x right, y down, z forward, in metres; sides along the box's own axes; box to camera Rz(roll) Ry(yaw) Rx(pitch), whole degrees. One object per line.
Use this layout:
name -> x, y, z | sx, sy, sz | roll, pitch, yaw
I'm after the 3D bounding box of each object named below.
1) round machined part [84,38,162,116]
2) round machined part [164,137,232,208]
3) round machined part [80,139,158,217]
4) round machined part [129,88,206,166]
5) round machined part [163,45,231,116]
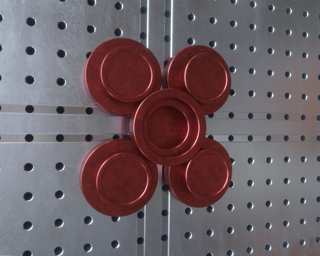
round machined part -> -0.043, -0.064, 0.388 | 0.099, 0.042, 0.097 | 0, 90, -21
round machined part -> 0.058, 0.061, 0.426 | 0.099, 0.042, 0.097 | 0, 90, -21
round machined part -> -0.048, 0.063, 0.387 | 0.099, 0.042, 0.097 | 0, 90, -21
round machined part -> 0.007, -0.001, 0.405 | 0.099, 0.042, 0.097 | 0, 90, -21
round machined part -> 0.056, -0.065, 0.425 | 0.099, 0.042, 0.097 | 0, 90, -21
